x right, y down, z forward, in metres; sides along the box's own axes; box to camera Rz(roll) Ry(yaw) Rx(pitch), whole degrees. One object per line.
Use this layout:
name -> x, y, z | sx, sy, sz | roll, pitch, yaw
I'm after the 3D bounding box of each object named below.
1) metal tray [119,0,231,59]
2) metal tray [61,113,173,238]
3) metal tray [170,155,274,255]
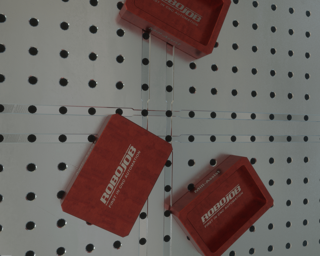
metal tray -> 0.023, -0.163, 0.417 | 0.131, 0.030, 0.090 | 24, 82, -19
metal tray -> -0.053, 0.058, 0.390 | 0.090, 0.030, 0.130 | 31, 80, -18
metal tray -> 0.091, 0.111, 0.443 | 0.131, 0.030, 0.090 | -37, 102, -16
